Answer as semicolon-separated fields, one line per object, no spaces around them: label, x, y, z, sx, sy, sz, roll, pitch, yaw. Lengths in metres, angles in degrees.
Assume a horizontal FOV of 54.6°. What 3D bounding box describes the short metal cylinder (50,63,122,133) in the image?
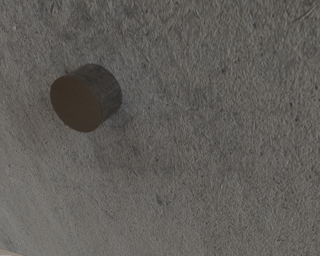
short metal cylinder;-0.099;-0.041;0.418;0.080;0.050;0.080;13;124;21
